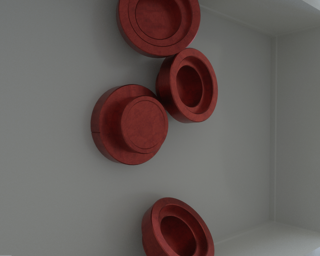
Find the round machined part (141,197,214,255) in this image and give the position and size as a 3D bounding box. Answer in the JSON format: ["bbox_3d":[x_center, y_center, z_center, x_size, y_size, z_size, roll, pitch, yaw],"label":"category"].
[{"bbox_3d":[0.017,0.140,0.388,0.098,0.042,0.098,31,29,-19],"label":"round machined part"}]

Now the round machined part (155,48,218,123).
[{"bbox_3d":[0.032,-0.054,0.418,0.099,0.042,0.097,5,83,-44],"label":"round machined part"}]

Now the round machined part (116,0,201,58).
[{"bbox_3d":[-0.004,-0.134,0.376,0.099,0.042,0.097,-1,95,-16],"label":"round machined part"}]

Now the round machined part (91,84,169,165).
[{"bbox_3d":[-0.029,-0.004,0.371,0.099,0.042,0.097,0,90,-40],"label":"round machined part"}]
